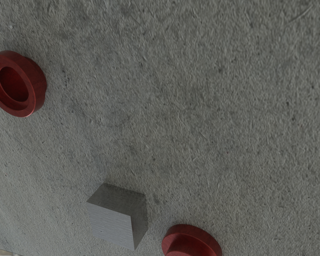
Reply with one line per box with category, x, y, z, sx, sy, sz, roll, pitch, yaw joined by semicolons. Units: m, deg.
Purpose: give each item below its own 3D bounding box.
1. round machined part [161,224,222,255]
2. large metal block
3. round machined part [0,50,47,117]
round machined part;0.047;0.206;0.498;0.098;0.042;0.097;13;124;20
large metal block;-0.069;0.146;0.516;0.080;0.050;0.079;11;123;21
round machined part;-0.210;-0.068;0.462;0.098;0.042;0.097;13;124;20
